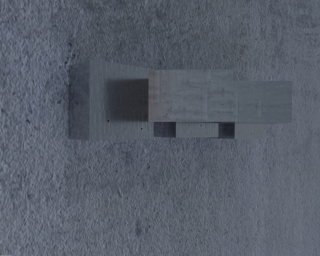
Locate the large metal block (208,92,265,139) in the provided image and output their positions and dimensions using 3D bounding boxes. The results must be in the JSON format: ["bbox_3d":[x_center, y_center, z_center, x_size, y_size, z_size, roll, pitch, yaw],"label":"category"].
[{"bbox_3d":[0.124,-0.023,0.497,0.081,0.050,0.079,2,89,-40],"label":"large metal block"}]

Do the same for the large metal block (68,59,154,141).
[{"bbox_3d":[-0.054,-0.028,0.346,0.081,0.050,0.079,0,90,-40],"label":"large metal block"}]

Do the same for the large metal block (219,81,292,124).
[{"bbox_3d":[0.121,-0.031,0.412,0.080,0.080,0.050,1,89,4],"label":"large metal block"}]

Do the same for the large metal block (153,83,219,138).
[{"bbox_3d":[0.034,-0.028,0.421,0.081,0.050,0.079,1,90,-40],"label":"large metal block"}]

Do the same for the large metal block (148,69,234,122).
[{"bbox_3d":[0.032,-0.031,0.334,0.080,0.080,0.050,-11,101,-85],"label":"large metal block"}]
